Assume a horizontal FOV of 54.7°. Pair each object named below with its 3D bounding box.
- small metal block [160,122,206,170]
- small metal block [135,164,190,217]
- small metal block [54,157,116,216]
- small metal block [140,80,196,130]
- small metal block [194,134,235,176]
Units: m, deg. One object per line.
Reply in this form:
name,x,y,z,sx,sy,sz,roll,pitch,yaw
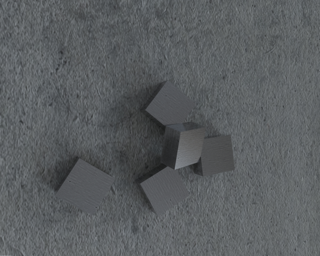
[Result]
small metal block,0.030,0.022,0.401,0.050,0.025,0.050,-10,114,-45
small metal block,0.003,0.079,0.410,0.050,0.025,0.050,-30,100,-17
small metal block,-0.091,0.069,0.375,0.050,0.025,0.050,34,79,-17
small metal block,0.010,-0.027,0.413,0.050,0.025,0.050,39,77,-16
small metal block,0.074,0.037,0.436,0.050,0.025,0.050,-8,93,-20
